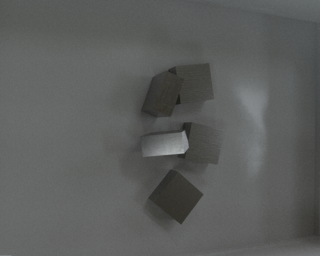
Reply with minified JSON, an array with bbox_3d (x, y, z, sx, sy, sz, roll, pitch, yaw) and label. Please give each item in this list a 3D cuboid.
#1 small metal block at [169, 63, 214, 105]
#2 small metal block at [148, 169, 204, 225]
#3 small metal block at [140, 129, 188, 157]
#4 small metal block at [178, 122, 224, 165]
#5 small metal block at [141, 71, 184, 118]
[{"bbox_3d":[0.043,-0.060,0.426,0.050,0.025,0.050,-9,93,-20],"label":"small metal block"},{"bbox_3d":[0.022,0.092,0.418,0.050,0.025,0.050,43,77,-15],"label":"small metal block"},{"bbox_3d":[0.007,0.018,0.390,0.050,0.050,0.025,-6,93,12],"label":"small metal block"},{"bbox_3d":[0.057,0.021,0.431,0.050,0.025,0.050,12,86,-20],"label":"small metal block"},{"bbox_3d":[0.002,-0.042,0.398,0.025,0.050,0.050,21,83,-19],"label":"small metal block"}]
